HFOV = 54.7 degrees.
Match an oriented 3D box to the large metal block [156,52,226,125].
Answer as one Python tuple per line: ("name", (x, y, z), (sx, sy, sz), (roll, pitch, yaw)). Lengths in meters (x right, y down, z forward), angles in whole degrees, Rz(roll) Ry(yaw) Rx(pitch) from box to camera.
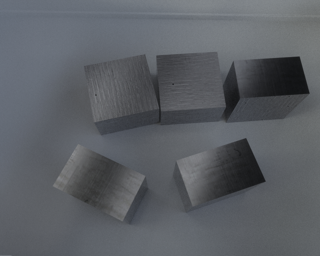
("large metal block", (0.038, -0.052, 0.416), (0.081, 0.050, 0.080), (-4, 70, -2))

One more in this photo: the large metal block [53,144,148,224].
("large metal block", (-0.062, 0.068, 0.355), (0.080, 0.080, 0.050), (24, 72, 8))

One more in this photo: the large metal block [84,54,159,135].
("large metal block", (-0.049, -0.043, 0.412), (0.081, 0.050, 0.080), (-12, 71, -5))

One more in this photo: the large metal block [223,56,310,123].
("large metal block", (0.129, -0.046, 0.399), (0.081, 0.080, 0.050), (-4, 70, -2))

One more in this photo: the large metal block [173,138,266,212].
("large metal block", (0.063, 0.058, 0.360), (0.081, 0.080, 0.050), (-17, 71, -7))
